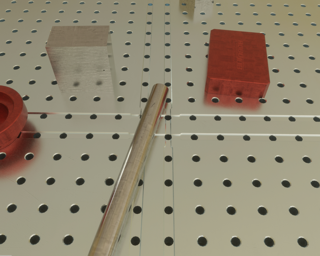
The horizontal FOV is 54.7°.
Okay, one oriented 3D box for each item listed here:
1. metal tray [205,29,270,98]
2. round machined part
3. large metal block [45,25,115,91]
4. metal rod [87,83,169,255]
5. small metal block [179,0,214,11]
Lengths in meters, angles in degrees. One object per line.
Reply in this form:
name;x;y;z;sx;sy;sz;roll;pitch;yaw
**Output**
metal tray;0.122;-0.107;0.496;0.091;0.030;0.130;7;50;5
round machined part;-0.222;-0.008;0.400;0.099;0.042;0.098;0;50;0
large metal block;-0.112;-0.101;0.455;0.081;0.080;0.050;-1;50;-2
metal rod;-0.035;0.055;0.360;0.025;0.025;0.300;11;51;9
small metal block;0.076;-0.269;0.635;0.050;0.025;0.050;-27;56;-22
